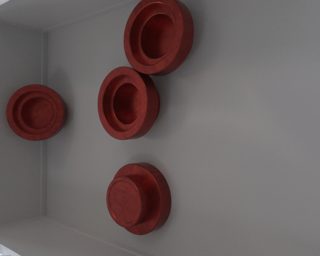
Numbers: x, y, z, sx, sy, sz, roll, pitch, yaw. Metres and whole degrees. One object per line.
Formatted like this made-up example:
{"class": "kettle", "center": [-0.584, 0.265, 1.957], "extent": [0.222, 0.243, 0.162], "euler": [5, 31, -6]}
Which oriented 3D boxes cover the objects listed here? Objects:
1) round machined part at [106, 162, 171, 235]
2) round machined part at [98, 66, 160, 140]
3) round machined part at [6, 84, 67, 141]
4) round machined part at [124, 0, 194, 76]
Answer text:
{"class": "round machined part", "center": [-0.036, 0.098, 0.426], "extent": [0.098, 0.042, 0.097], "euler": [0, 90, 40]}
{"class": "round machined part", "center": [-0.039, -0.033, 0.427], "extent": [0.098, 0.042, 0.097], "euler": [1, 92, 40]}
{"class": "round machined part", "center": [-0.215, -0.026, 0.552], "extent": [0.099, 0.042, 0.097], "euler": [0, 88, -1]}
{"class": "round machined part", "center": [0.003, -0.114, 0.394], "extent": [0.098, 0.042, 0.097], "euler": [0, 90, 40]}
